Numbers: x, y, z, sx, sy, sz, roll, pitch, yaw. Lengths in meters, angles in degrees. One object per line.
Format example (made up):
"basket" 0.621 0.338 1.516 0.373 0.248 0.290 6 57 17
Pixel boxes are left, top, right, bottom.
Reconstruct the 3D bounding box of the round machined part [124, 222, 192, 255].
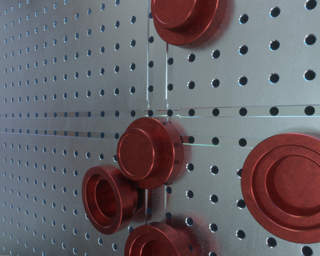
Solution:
"round machined part" 0.003 0.170 0.397 0.098 0.042 0.097 0 90 40

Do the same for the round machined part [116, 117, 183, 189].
"round machined part" -0.020 0.034 0.416 0.098 0.042 0.097 0 90 40

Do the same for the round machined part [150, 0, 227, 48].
"round machined part" 0.027 -0.150 0.377 0.098 0.042 0.097 0 90 40

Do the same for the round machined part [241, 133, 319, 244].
"round machined part" 0.131 0.053 0.291 0.098 0.042 0.097 0 90 40

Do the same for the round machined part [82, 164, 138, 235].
"round machined part" -0.070 0.100 0.452 0.098 0.042 0.097 7 100 44
